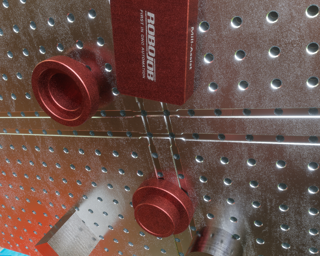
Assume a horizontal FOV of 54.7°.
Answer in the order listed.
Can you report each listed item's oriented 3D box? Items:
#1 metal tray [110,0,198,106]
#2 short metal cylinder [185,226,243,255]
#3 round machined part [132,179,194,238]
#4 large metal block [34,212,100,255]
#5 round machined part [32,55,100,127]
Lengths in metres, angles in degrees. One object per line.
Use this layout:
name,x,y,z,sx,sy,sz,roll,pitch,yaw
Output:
metal tray,-0.007,-0.096,0.352,0.090,0.030,0.129,13,124,21
short metal cylinder,0.082,0.199,0.475,0.080,0.050,0.079,13,124,21
round machined part,-0.001,0.130,0.481,0.098,0.042,0.097,13,124,21
large metal block,-0.182,0.229,0.613,0.050,0.080,0.080,-28,103,37
round machined part,-0.126,-0.054,0.433,0.098,0.042,0.097,13,124,21
